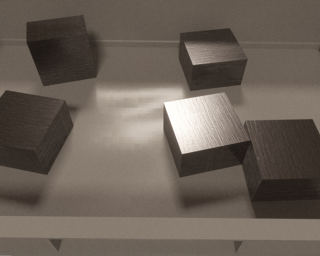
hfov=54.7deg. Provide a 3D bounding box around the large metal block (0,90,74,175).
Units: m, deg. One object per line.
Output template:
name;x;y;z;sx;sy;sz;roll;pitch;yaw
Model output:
large metal block;-0.166;0.004;0.383;0.080;0.050;0.080;10;51;8

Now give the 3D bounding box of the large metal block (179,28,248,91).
large metal block;0.078;-0.107;0.480;0.081;0.050;0.080;-8;51;-7

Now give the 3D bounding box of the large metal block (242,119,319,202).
large metal block;0.142;0.037;0.360;0.081;0.050;0.080;-1;50;-2

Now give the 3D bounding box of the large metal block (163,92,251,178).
large metal block;0.053;0.007;0.384;0.081;0.050;0.080;-10;51;-9

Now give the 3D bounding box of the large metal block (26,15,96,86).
large metal block;-0.145;-0.115;0.464;0.081;0.080;0.050;-12;51;-10
